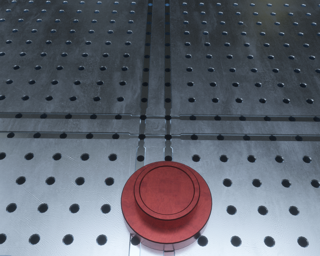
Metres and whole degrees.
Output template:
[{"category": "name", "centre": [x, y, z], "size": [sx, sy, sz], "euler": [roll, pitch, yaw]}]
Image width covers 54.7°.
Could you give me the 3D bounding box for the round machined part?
[{"category": "round machined part", "centre": [0.007, 0.075, 0.333], "size": [0.099, 0.042, 0.098], "euler": [0, 50, 0]}]
